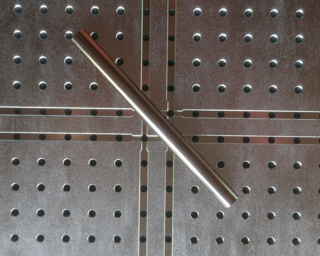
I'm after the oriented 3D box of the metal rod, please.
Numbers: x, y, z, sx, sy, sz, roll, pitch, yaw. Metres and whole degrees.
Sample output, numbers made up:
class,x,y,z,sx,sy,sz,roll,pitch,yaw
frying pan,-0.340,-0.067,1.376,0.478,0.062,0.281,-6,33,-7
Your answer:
class,x,y,z,sx,sy,sz,roll,pitch,yaw
metal rod,-0.007,-0.012,0.414,0.025,0.025,0.300,-43,90,0
